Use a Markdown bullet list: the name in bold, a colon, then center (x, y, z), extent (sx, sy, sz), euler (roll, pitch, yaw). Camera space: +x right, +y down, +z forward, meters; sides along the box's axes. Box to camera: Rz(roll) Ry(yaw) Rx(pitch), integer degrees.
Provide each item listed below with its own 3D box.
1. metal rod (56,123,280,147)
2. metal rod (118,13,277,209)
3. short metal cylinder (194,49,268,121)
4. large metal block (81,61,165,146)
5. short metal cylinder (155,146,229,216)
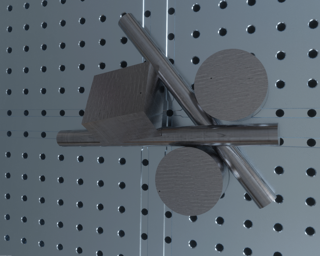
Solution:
- **metal rod**: center (-0.009, 0.011, 0.394), extent (0.301, 0.025, 0.025), euler (-2, 90, 26)
- **metal rod**: center (0.040, -0.030, 0.395), extent (0.025, 0.025, 0.299), euler (-40, 78, 16)
- **short metal cylinder**: center (0.086, -0.048, 0.366), extent (0.080, 0.050, 0.079), euler (0, 90, 20)
- **large metal block**: center (-0.043, -0.030, 0.391), extent (0.080, 0.050, 0.080), euler (-10, 52, 20)
- **short metal cylinder**: center (0.041, 0.062, 0.381), extent (0.080, 0.050, 0.079), euler (0, 90, 20)
